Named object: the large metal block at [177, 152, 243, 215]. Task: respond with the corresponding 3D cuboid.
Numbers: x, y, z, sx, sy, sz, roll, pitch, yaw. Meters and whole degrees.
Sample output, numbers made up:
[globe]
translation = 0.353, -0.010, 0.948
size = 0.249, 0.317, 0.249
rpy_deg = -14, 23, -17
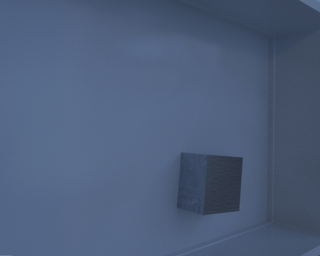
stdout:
[large metal block]
translation = 0.075, 0.079, 0.456
size = 0.081, 0.050, 0.080
rpy_deg = 8, 85, -40
